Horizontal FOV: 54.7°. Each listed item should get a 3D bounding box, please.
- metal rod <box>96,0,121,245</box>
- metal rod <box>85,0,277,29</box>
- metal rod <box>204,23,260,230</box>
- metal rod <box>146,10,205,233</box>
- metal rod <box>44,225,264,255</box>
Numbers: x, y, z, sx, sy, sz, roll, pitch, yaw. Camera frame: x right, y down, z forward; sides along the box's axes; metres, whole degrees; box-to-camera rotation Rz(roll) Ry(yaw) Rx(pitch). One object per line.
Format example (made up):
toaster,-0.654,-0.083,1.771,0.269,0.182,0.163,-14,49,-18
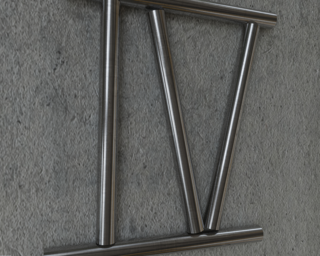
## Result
metal rod,-0.064,-0.008,0.386,0.025,0.025,0.298,1,90,-20
metal rod,0.029,-0.167,0.422,0.303,0.025,0.025,1,90,-21
metal rod,0.104,-0.005,0.449,0.025,0.025,0.298,14,85,-20
metal rod,0.021,-0.006,0.418,0.025,0.025,0.298,-12,94,-20
metal rod,0.006,0.155,0.413,0.303,0.025,0.025,1,90,-21
